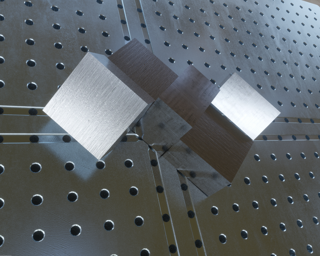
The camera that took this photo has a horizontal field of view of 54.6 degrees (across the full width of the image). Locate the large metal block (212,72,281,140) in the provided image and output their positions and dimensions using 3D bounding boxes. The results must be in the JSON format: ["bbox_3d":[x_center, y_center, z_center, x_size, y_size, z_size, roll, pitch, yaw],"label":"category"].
[{"bbox_3d":[0.116,-0.034,0.448,0.080,0.050,0.080,42,11,0],"label":"large metal block"}]

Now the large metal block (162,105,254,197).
[{"bbox_3d":[0.064,0.028,0.409,0.080,0.050,0.080,41,51,1],"label":"large metal block"}]

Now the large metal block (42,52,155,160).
[{"bbox_3d":[-0.065,-0.025,0.344,0.080,0.080,0.050,42,12,0],"label":"large metal block"}]

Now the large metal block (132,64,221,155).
[{"bbox_3d":[0.020,-0.023,0.396,0.050,0.080,0.080,42,51,-2],"label":"large metal block"}]

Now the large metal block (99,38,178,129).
[{"bbox_3d":[-0.035,-0.059,0.409,0.080,0.050,0.080,42,52,-1],"label":"large metal block"}]
